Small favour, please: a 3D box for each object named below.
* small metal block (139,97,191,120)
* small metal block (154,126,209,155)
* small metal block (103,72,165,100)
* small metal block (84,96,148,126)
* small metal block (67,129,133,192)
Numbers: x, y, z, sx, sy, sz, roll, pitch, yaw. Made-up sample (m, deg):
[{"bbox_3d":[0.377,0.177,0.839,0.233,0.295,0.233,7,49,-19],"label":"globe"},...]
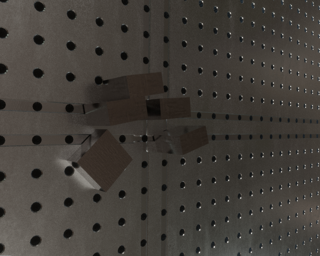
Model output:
[{"bbox_3d":[0.003,-0.025,0.398,0.050,0.050,0.025,-7,95,-40],"label":"small metal block"},{"bbox_3d":[0.029,0.015,0.419,0.050,0.050,0.025,-20,103,-39],"label":"small metal block"},{"bbox_3d":[-0.032,-0.049,0.368,0.050,0.050,0.025,-14,99,-39],"label":"small metal block"},{"bbox_3d":[-0.050,-0.019,0.352,0.050,0.050,0.025,-14,99,-39],"label":"small metal block"},{"bbox_3d":[-0.067,0.037,0.354,0.050,0.025,0.050,-51,121,-28],"label":"small metal block"}]
